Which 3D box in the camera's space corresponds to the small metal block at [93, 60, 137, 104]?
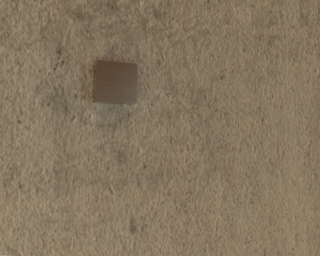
[{"bbox_3d":[-0.057,-0.056,0.389,0.050,0.025,0.050,1,90,-21],"label":"small metal block"}]
